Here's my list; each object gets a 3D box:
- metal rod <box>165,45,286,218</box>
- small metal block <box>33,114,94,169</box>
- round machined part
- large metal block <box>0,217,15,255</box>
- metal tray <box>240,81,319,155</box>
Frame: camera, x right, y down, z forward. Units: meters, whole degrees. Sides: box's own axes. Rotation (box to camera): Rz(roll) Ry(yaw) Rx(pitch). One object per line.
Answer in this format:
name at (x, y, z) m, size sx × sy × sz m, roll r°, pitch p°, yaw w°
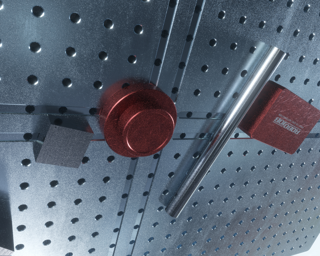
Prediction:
metal rod at (0.093, 0.015, 0.473) m, size 0.025 × 0.025 × 0.298 m, roll 20°, pitch 108°, yaw -36°
small metal block at (-0.113, 0.016, 0.361) m, size 0.050 × 0.025 × 0.050 m, roll 15°, pitch 110°, yaw -35°
round machined part at (-0.022, -0.003, 0.388) m, size 0.099 × 0.042 × 0.097 m, roll -14°, pitch 125°, yaw -21°
large metal block at (-0.231, 0.138, 0.354) m, size 0.080 × 0.050 × 0.080 m, roll -43°, pitch 130°, yaw 1°
metal tray at (0.203, -0.013, 0.514) m, size 0.131 × 0.030 × 0.090 m, roll 20°, pitch 108°, yaw -36°
